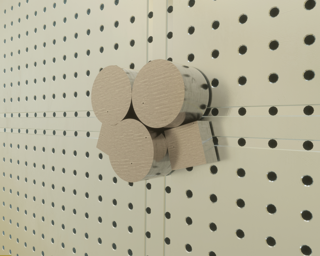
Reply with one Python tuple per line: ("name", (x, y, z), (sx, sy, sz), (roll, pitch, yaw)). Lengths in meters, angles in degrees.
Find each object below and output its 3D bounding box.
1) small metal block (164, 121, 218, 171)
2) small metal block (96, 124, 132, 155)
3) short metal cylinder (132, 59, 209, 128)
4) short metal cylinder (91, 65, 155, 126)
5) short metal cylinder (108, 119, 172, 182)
("small metal block", (0.037, 0.022, 0.375), (0.050, 0.025, 0.050), (-18, 79, 38))
("small metal block", (-0.064, 0.015, 0.457), (0.050, 0.025, 0.050), (26, 107, 37))
("short metal cylinder", (0.012, -0.040, 0.378), (0.080, 0.050, 0.079), (0, 90, 40))
("short metal cylinder", (-0.050, -0.043, 0.429), (0.080, 0.050, 0.079), (0, 90, 40))
("short metal cylinder", (-0.022, 0.028, 0.406), (0.080, 0.050, 0.079), (0, 90, 40))
